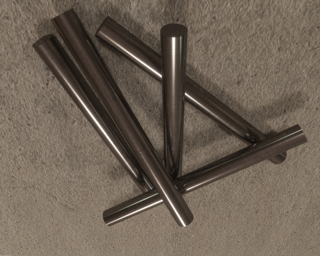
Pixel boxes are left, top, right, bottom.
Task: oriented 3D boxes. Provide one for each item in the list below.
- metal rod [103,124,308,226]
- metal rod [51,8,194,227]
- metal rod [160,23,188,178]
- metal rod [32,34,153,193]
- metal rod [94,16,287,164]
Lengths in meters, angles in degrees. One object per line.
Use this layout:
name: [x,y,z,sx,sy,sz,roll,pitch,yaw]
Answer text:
metal rod: [0.049,0.071,0.427,0.300,0.025,0.025,-27,125,17]
metal rod: [-0.032,0.006,0.369,0.025,0.025,0.299,-22,114,17]
metal rod: [0.017,0.011,0.394,0.025,0.025,0.298,-2,137,1]
metal rod: [-0.064,0.012,0.416,0.025,0.025,0.299,-19,128,14]
metal rod: [0.055,-0.032,0.380,0.301,0.025,0.025,32,123,-25]
